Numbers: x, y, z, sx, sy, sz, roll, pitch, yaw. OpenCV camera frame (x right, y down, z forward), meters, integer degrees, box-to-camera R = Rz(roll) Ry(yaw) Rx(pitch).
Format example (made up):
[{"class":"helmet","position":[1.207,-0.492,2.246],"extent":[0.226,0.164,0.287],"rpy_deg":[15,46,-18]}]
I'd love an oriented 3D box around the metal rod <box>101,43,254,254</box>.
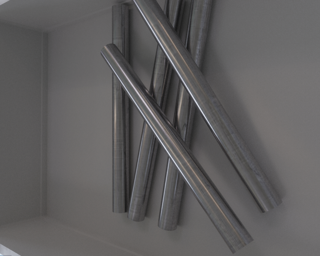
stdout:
[{"class":"metal rod","position":[0.006,0.005,0.368],"extent":[0.025,0.025,0.299],"rpy_deg":[-49,61,29]}]

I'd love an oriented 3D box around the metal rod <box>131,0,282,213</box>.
[{"class":"metal rod","position":[0.041,-0.047,0.345],"extent":[0.025,0.025,0.299],"rpy_deg":[-38,76,34]}]

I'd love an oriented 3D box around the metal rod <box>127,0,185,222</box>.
[{"class":"metal rod","position":[-0.007,-0.019,0.412],"extent":[0.025,0.025,0.298],"rpy_deg":[17,101,38]}]

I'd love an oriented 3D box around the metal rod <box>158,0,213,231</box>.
[{"class":"metal rod","position":[0.031,-0.020,0.381],"extent":[0.025,0.025,0.298],"rpy_deg":[14,99,39]}]

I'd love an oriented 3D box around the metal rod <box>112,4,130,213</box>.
[{"class":"metal rod","position":[-0.057,-0.028,0.454],"extent":[0.025,0.025,0.298],"rpy_deg":[0,90,40]}]
